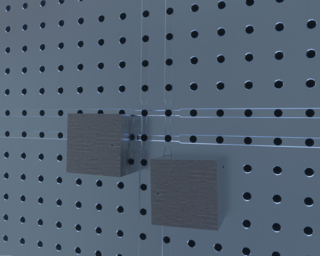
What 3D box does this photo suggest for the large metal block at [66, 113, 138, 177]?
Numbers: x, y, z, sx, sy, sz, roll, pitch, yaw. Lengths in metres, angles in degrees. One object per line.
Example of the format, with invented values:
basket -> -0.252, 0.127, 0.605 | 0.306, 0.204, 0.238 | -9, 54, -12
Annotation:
large metal block -> -0.078, 0.021, 0.426 | 0.080, 0.050, 0.079 | 2, 91, 19

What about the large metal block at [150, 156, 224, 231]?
large metal block -> 0.035, 0.077, 0.386 | 0.080, 0.050, 0.079 | -1, 90, 19
